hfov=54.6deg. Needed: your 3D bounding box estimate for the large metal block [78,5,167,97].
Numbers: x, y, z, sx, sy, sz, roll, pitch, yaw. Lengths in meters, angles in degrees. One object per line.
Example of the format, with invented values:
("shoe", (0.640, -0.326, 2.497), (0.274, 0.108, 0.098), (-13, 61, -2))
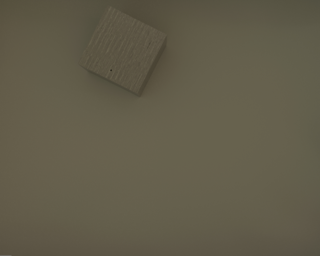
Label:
("large metal block", (-0.045, -0.095, 0.399), (0.080, 0.050, 0.080), (27, 90, 0))
